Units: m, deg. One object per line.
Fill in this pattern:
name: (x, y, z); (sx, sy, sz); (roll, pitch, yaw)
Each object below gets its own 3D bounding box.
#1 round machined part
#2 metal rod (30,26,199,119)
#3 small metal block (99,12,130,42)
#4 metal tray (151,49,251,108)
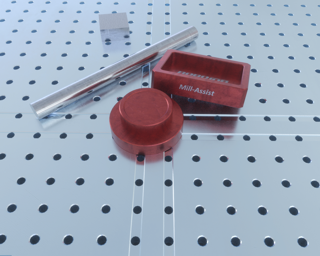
round machined part: (-0.018, -0.016, 0.410); (0.099, 0.042, 0.098); (0, 50, 0)
metal rod: (-0.056, -0.096, 0.487); (0.302, 0.025, 0.025); (-32, 58, -25)
small metal block: (-0.083, -0.183, 0.560); (0.050, 0.025, 0.050); (-7, 51, -7)
metal tray: (0.062, -0.076, 0.454); (0.131, 0.030, 0.090); (13, 36, 10)
